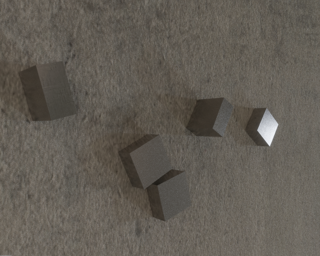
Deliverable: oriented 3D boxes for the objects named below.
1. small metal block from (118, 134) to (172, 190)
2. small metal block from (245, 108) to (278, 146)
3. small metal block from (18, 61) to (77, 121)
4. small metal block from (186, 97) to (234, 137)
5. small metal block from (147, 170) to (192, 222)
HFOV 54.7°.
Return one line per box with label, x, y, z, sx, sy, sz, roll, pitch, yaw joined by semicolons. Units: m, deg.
small metal block;-0.018;0.041;0.392;0.050;0.025;0.050;-32;110;-36
small metal block;0.186;-0.001;0.564;0.050;0.025;0.050;44;64;-32
small metal block;-0.109;-0.034;0.298;0.025;0.050;0.050;-20;103;-39
small metal block;0.073;-0.015;0.452;0.025;0.050;0.050;36;68;-35
small metal block;0.012;0.089;0.417;0.050;0.025;0.050;-20;103;-39
